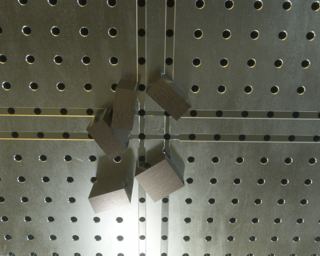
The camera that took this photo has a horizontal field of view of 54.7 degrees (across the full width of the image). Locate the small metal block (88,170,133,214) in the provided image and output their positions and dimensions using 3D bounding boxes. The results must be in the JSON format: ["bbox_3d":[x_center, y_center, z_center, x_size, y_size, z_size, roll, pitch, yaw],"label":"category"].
[{"bbox_3d":[-0.067,0.088,0.432,0.050,0.050,0.025,-16,110,5],"label":"small metal block"}]

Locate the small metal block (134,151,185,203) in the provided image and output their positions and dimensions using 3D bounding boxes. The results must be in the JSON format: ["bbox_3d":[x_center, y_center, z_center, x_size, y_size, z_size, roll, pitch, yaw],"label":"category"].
[{"bbox_3d":[0.000,0.070,0.439,0.050,0.025,0.050,-31,108,10],"label":"small metal block"}]

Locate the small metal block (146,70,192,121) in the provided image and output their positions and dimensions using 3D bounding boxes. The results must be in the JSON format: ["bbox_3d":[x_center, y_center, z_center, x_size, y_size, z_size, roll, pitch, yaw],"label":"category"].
[{"bbox_3d":[0.010,-0.042,0.385,0.050,0.050,0.025,42,105,-14],"label":"small metal block"}]

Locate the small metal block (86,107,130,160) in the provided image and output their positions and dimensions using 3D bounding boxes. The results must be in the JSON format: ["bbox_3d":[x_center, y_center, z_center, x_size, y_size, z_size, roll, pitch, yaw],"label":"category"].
[{"bbox_3d":[-0.065,0.006,0.401,0.025,0.050,0.050,-32,107,11],"label":"small metal block"}]

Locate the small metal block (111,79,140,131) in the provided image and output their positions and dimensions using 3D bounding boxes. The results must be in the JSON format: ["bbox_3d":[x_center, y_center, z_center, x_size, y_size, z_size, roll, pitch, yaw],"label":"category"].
[{"bbox_3d":[-0.043,-0.030,0.388,0.025,0.050,0.050,8,110,-3],"label":"small metal block"}]
